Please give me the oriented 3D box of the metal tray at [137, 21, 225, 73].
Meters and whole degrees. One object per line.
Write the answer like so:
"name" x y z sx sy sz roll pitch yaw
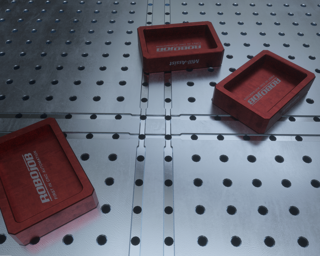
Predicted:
"metal tray" 0.032 -0.138 0.520 0.131 0.030 0.090 -7 50 -6

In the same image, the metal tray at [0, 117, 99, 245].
"metal tray" -0.140 0.053 0.357 0.091 0.030 0.130 -26 55 -21

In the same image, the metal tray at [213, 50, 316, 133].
"metal tray" 0.152 -0.058 0.455 0.131 0.030 0.090 -37 59 -27
